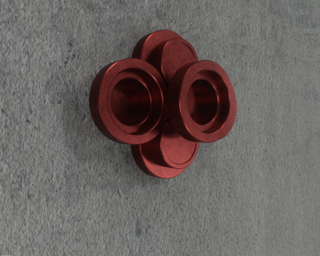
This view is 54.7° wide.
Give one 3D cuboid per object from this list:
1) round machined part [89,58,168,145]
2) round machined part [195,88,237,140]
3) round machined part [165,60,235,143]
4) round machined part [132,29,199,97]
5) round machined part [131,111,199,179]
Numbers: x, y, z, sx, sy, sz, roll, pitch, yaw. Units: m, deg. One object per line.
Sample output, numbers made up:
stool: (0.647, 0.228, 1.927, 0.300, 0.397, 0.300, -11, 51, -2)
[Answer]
round machined part: (-0.039, -0.030, 0.364, 0.099, 0.042, 0.097, 0, 90, -40)
round machined part: (0.065, -0.031, 0.452, 0.099, 0.042, 0.097, 0, 90, -40)
round machined part: (0.045, -0.031, 0.380, 0.099, 0.042, 0.097, -1, 91, -40)
round machined part: (0.014, -0.081, 0.409, 0.099, 0.042, 0.097, 0, 90, -40)
round machined part: (0.013, 0.018, 0.408, 0.099, 0.042, 0.097, 0, 90, -40)
